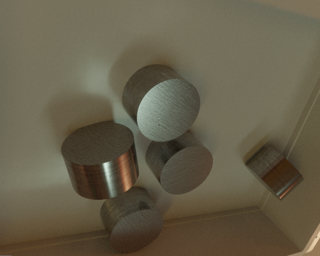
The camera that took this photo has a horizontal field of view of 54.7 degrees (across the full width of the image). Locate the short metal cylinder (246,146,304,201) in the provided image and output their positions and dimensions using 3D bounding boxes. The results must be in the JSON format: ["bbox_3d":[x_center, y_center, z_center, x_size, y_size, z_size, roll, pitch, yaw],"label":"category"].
[{"bbox_3d":[0.193,0.076,0.525,0.050,0.080,0.080,-44,129,2],"label":"short metal cylinder"}]

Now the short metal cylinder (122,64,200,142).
[{"bbox_3d":[0.001,-0.030,0.374,0.081,0.050,0.079,-14,124,-21],"label":"short metal cylinder"}]

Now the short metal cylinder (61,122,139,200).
[{"bbox_3d":[-0.067,0.036,0.358,0.081,0.080,0.050,-18,126,-18],"label":"short metal cylinder"}]

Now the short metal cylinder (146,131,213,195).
[{"bbox_3d":[0.026,0.046,0.435,0.081,0.050,0.079,-14,124,-21],"label":"short metal cylinder"}]

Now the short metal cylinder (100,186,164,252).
[{"bbox_3d":[-0.041,0.133,0.452,0.081,0.050,0.079,-14,124,-21],"label":"short metal cylinder"}]
